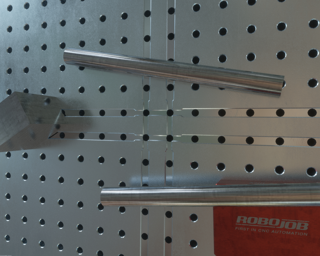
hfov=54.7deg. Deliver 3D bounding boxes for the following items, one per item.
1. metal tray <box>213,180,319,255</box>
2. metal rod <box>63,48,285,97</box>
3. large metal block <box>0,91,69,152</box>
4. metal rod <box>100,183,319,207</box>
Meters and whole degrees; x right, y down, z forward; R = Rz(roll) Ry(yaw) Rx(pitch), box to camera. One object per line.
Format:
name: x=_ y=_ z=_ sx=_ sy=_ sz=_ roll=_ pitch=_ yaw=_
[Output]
metal tray: x=0.130 y=0.110 z=0.364 sx=0.130 sy=0.030 sz=0.089 roll=-1 pitch=90 yaw=19
metal rod: x=0.004 y=-0.078 z=0.411 sx=0.301 sy=0.025 sz=0.025 roll=12 pitch=94 yaw=19
large metal block: x=-0.199 y=-0.007 z=0.453 sx=0.080 sy=0.080 sz=0.050 roll=-32 pitch=80 yaw=17
metal rod: x=0.070 y=0.078 z=0.355 sx=0.301 sy=0.025 sz=0.025 roll=-5 pitch=88 yaw=19
